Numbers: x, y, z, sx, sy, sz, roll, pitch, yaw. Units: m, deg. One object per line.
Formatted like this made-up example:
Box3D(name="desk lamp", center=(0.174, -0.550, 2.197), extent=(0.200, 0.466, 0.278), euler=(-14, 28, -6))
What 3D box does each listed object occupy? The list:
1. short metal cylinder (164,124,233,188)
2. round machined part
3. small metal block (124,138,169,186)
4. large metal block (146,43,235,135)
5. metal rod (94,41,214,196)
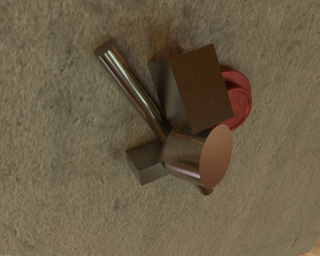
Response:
Box3D(name="short metal cylinder", center=(0.050, 0.030, 0.392), extent=(0.081, 0.050, 0.079), euler=(-19, 115, -48))
Box3D(name="round machined part", center=(0.086, -0.032, 0.426), extent=(0.099, 0.042, 0.097), euler=(-14, 125, -21))
Box3D(name="small metal block", center=(-0.013, 0.044, 0.414), extent=(0.050, 0.050, 0.025), euler=(-20, 126, -18))
Box3D(name="large metal block", center=(0.032, -0.045, 0.350), extent=(0.050, 0.080, 0.080), euler=(-23, 105, -13))
Box3D(name="metal rod", center=(0.010, 0.009, 0.421), extent=(0.025, 0.025, 0.300), euler=(-39, 130, -3))
